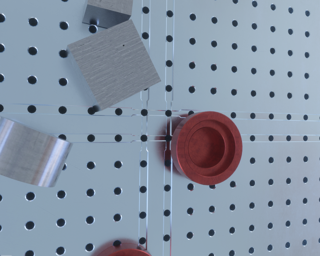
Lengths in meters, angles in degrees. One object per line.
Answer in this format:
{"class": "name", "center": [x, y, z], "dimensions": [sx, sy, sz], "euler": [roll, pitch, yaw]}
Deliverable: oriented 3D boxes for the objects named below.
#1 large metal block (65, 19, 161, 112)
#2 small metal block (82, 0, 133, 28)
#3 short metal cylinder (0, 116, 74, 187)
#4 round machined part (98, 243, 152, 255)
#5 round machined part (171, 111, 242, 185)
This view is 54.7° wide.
{"class": "large metal block", "center": [-0.058, -0.073, 0.378], "dimensions": [0.080, 0.050, 0.080], "euler": [-29, 100, -18]}
{"class": "small metal block", "center": [-0.064, -0.144, 0.374], "dimensions": [0.050, 0.050, 0.025], "euler": [8, 83, -20]}
{"class": "short metal cylinder", "center": [-0.141, 0.025, 0.331], "dimensions": [0.080, 0.080, 0.050], "euler": [24, 82, -19]}
{"class": "round machined part", "center": [-0.043, 0.201, 0.388], "dimensions": [0.099, 0.042, 0.097], "euler": [0, 90, -20]}
{"class": "round machined part", "center": [0.060, 0.026, 0.425], "dimensions": [0.099, 0.042, 0.097], "euler": [0, 90, -20]}
